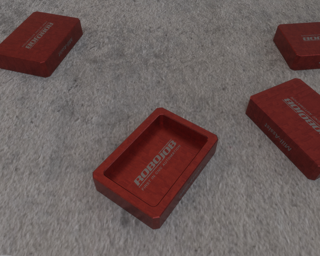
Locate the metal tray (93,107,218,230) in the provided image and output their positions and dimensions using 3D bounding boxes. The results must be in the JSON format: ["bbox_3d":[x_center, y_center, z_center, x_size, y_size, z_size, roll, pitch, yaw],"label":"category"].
[{"bbox_3d":[-0.002,0.040,0.365,0.090,0.030,0.131,29,55,21],"label":"metal tray"}]

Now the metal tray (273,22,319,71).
[{"bbox_3d":[0.272,-0.141,0.522,0.131,0.030,0.090,-5,50,-5],"label":"metal tray"}]

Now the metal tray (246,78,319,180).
[{"bbox_3d":[0.189,-0.005,0.406,0.091,0.030,0.130,-22,54,-18],"label":"metal tray"}]

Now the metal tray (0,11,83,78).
[{"bbox_3d":[-0.199,-0.144,0.518,0.090,0.030,0.130,13,51,10],"label":"metal tray"}]
